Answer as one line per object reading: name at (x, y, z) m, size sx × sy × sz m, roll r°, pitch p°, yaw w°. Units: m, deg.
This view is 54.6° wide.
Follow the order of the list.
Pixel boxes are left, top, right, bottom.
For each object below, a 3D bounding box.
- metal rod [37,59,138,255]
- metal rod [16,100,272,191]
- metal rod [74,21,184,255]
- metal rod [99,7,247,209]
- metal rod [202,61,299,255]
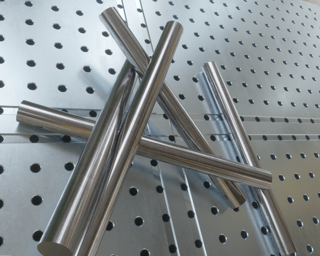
metal rod at (-0.055, -0.006, 0.333) m, size 0.025 × 0.025 × 0.300 m, roll 26°, pitch 37°, yaw -12°
metal rod at (-0.009, 0.024, 0.363) m, size 0.302 × 0.025 × 0.025 m, roll 17°, pitch 55°, yaw -10°
metal rod at (-0.027, -0.007, 0.342) m, size 0.025 × 0.025 × 0.300 m, roll 26°, pitch 62°, yaw -12°
metal rod at (0.017, -0.026, 0.402) m, size 0.025 × 0.025 × 0.299 m, roll -35°, pitch 91°, yaw -38°
metal rod at (0.123, 0.029, 0.455) m, size 0.025 × 0.025 × 0.299 m, roll -4°, pitch 64°, yaw -30°
